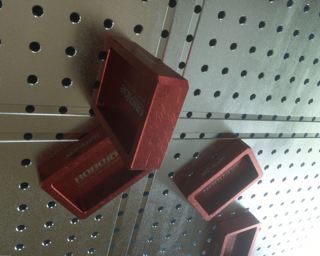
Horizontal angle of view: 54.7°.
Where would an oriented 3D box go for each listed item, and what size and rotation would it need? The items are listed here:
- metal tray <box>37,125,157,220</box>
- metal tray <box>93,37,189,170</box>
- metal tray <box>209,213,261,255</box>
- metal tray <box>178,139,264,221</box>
[{"bbox_3d":[-0.075,0.050,0.399,0.130,0.030,0.090,-35,129,-5],"label":"metal tray"},{"bbox_3d":[-0.028,-0.030,0.311,0.030,0.130,0.089,5,116,-31],"label":"metal tray"},{"bbox_3d":[0.152,0.243,0.644,0.091,0.030,0.129,-9,123,-24],"label":"metal tray"},{"bbox_3d":[0.105,0.089,0.522,0.130,0.030,0.090,-38,130,-3],"label":"metal tray"}]
